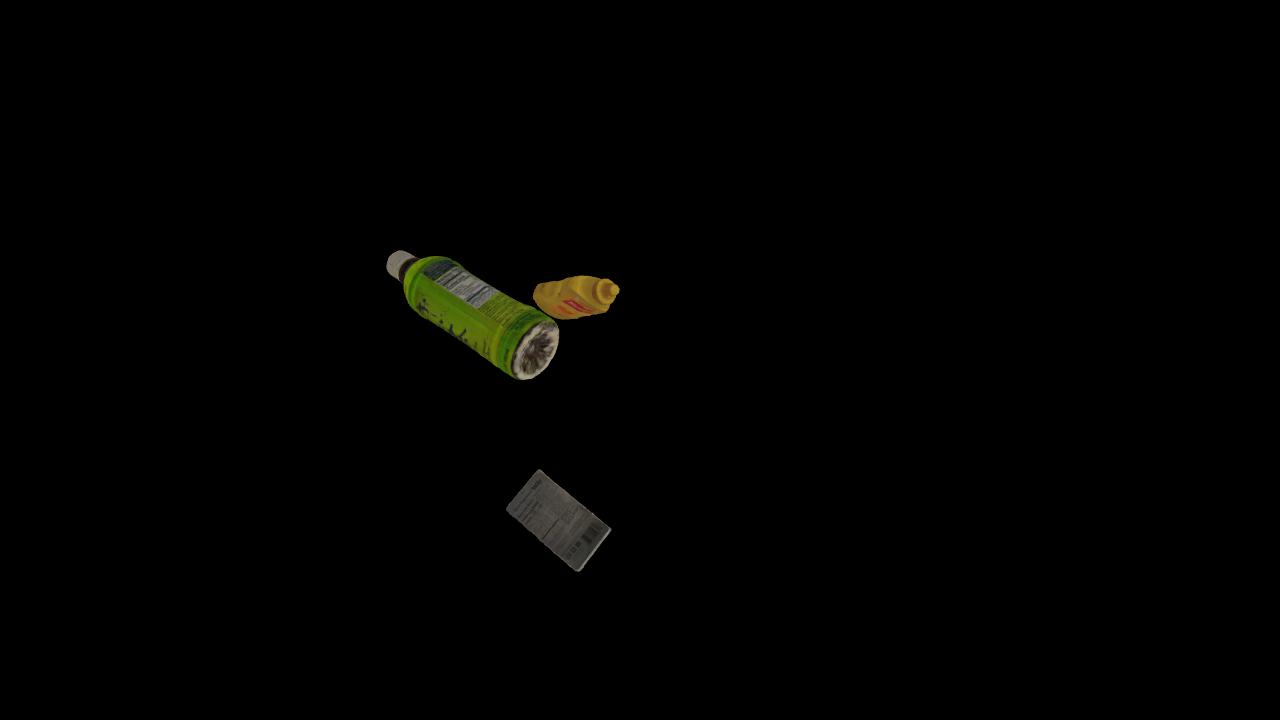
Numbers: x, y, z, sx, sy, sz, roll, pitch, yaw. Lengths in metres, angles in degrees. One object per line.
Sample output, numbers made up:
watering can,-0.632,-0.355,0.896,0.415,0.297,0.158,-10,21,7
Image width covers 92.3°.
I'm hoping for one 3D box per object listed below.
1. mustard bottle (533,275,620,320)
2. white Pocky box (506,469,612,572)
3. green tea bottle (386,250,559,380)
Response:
mustard bottle,-0.099,-0.109,1.046,0.184,0.054,0.092,-3,-34,49
white Pocky box,-0.129,0.253,0.974,0.154,0.084,0.028,35,-14,17
green tea bottle,-0.180,-0.058,0.629,0.212,0.073,0.073,33,14,23
